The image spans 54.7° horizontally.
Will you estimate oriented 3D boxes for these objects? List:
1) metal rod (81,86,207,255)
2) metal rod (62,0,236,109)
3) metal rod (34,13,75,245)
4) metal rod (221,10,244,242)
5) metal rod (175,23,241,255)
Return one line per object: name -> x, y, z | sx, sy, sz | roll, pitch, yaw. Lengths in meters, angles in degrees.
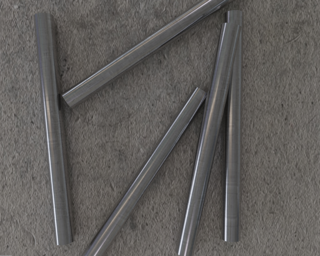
metal rod -> -0.028, 0.076, 0.409 | 0.025, 0.025, 0.299 | 34, 90, 0
metal rod -> 0.003, -0.119, 0.409 | 0.301, 0.025, 0.025 | -34, 90, 0
metal rod -> -0.139, 0.001, 0.408 | 0.025, 0.025, 0.298 | -5, 90, 0
metal rod -> 0.096, -0.002, 0.410 | 0.025, 0.025, 0.298 | 1, 90, 0
metal rod -> 0.061, 0.019, 0.398 | 0.025, 0.025, 0.298 | 11, 95, 0
